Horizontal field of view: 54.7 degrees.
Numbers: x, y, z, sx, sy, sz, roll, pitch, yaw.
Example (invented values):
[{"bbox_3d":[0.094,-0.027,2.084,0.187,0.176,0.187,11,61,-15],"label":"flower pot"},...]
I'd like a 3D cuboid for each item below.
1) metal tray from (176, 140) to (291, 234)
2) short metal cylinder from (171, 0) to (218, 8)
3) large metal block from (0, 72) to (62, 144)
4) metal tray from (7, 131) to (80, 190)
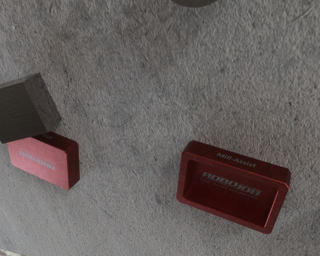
[{"bbox_3d":[0.090,0.076,0.403,0.130,0.030,0.089,17,125,18],"label":"metal tray"},{"bbox_3d":[0.038,-0.154,0.276,0.080,0.050,0.079,13,124,21],"label":"short metal cylinder"},{"bbox_3d":[-0.211,-0.030,0.469,0.080,0.050,0.080,-13,113,13],"label":"large metal block"},{"bbox_3d":[-0.204,0.046,0.539,0.130,0.030,0.089,20,126,16],"label":"metal tray"}]
